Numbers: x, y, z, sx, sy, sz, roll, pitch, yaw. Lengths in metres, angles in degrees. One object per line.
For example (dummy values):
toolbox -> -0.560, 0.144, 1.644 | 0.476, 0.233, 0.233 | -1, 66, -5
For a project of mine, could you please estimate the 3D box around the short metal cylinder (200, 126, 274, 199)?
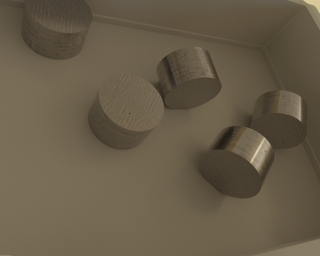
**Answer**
short metal cylinder -> 0.099, 0.044, 0.399 | 0.080, 0.080, 0.050 | 42, 51, 0

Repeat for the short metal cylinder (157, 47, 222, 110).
short metal cylinder -> 0.040, -0.068, 0.435 | 0.081, 0.080, 0.050 | -1, 62, -29

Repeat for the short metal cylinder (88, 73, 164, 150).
short metal cylinder -> -0.042, -0.020, 0.380 | 0.081, 0.050, 0.080 | 14, 56, -21

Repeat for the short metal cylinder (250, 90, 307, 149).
short metal cylinder -> 0.184, -0.012, 0.479 | 0.080, 0.080, 0.050 | 31, 52, -9

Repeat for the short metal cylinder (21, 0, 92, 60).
short metal cylinder -> -0.134, -0.136, 0.401 | 0.081, 0.050, 0.080 | 14, 56, -21
